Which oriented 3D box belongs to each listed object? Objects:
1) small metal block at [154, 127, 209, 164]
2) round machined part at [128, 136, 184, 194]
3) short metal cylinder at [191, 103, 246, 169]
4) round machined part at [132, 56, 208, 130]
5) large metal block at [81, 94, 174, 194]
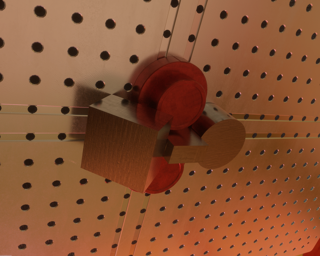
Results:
[{"bbox_3d":[0.025,0.020,0.392,0.050,0.050,0.025,1,118,-29],"label":"small metal block"},{"bbox_3d":[-0.006,0.052,0.429,0.099,0.042,0.097,-14,124,-21],"label":"round machined part"},{"bbox_3d":[0.073,0.011,0.440,0.081,0.050,0.079,-14,124,-21],"label":"short metal cylinder"},{"bbox_3d":[0.018,-0.036,0.388,0.099,0.042,0.097,-14,124,-21],"label":"round machined part"},{"bbox_3d":[-0.038,0.016,0.357,0.050,0.080,0.079,-46,153,-61],"label":"large metal block"}]
